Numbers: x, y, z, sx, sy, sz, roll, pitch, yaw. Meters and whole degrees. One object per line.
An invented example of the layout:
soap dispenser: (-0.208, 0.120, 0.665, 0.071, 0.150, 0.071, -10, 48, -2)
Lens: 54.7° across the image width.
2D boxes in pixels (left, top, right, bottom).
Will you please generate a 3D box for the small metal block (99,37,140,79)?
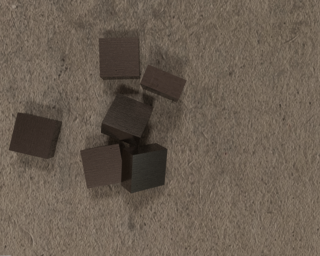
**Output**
small metal block: (-0.053, -0.091, 0.409, 0.050, 0.025, 0.050, -2, 90, -1)

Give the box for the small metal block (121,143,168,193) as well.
small metal block: (-0.020, 0.050, 0.392, 0.050, 0.025, 0.050, -7, 110, -35)

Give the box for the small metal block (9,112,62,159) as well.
small metal block: (-0.163, 0.010, 0.408, 0.050, 0.025, 0.050, 13, 90, -1)

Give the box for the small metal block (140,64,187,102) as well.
small metal block: (0.004, -0.056, 0.398, 0.050, 0.050, 0.025, 22, 90, -1)

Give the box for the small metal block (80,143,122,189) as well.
small metal block: (-0.073, 0.049, 0.409, 0.050, 0.025, 0.050, -10, 90, -1)

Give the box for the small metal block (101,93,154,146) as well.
small metal block: (-0.042, -0.010, 0.398, 0.050, 0.025, 0.050, 22, 57, 0)
